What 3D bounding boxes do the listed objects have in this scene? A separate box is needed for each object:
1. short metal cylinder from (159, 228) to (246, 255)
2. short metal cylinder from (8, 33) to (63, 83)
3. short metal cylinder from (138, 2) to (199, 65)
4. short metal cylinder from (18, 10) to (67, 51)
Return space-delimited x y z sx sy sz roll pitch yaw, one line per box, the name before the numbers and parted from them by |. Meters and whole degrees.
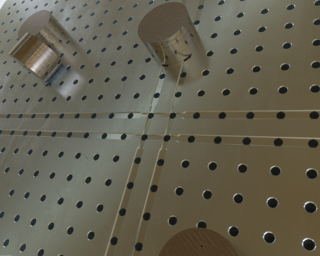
short metal cylinder | 0.042 0.138 0.285 0.080 0.050 0.080 -13 56 21
short metal cylinder | -0.228 -0.129 0.572 0.080 0.080 0.050 28 78 37
short metal cylinder | 0.013 -0.144 0.474 0.080 0.050 0.080 -13 56 21
short metal cylinder | -0.242 -0.196 0.640 0.080 0.050 0.080 -13 56 21
